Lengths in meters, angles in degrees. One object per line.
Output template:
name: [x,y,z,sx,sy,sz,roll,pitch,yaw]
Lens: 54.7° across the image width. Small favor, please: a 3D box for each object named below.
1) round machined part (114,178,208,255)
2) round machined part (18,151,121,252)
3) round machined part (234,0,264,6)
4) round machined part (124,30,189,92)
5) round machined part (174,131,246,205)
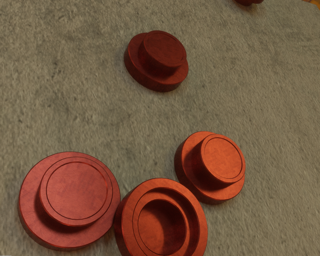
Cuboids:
round machined part: [-0.002,0.106,0.326,0.099,0.042,0.098,15,57,-24]
round machined part: [-0.085,0.067,0.307,0.099,0.042,0.098,14,56,-21]
round machined part: [0.190,-0.311,0.689,0.099,0.042,0.098,14,56,-21]
round machined part: [0.000,-0.105,0.459,0.099,0.042,0.098,14,56,-21]
round machined part: [0.072,0.046,0.405,0.099,0.042,0.098,14,56,-21]
